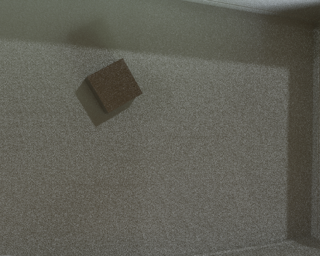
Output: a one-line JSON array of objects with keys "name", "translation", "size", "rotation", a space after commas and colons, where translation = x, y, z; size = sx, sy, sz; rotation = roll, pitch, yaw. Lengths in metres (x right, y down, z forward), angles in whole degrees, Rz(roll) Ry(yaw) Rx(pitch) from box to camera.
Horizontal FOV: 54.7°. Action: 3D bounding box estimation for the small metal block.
[{"name": "small metal block", "translation": [-0.058, -0.052, 0.390], "size": [0.050, 0.025, 0.050], "rotation": [-33, 101, -17]}]
